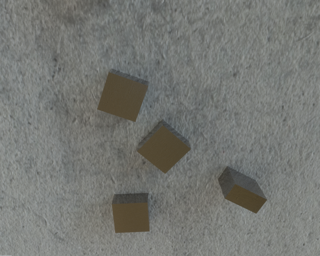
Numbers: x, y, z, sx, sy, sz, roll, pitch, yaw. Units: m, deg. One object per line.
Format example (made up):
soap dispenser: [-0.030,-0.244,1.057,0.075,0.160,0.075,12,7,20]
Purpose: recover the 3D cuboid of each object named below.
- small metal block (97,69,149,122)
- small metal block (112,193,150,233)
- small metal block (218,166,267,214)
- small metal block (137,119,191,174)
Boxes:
small metal block: [-0.046,-0.042,0.394,0.050,0.025,0.050,19,109,-7]
small metal block: [-0.041,0.125,0.455,0.050,0.025,0.050,-3,110,0]
small metal block: [0.113,0.085,0.429,0.050,0.050,0.025,27,108,-10]
small metal block: [0.005,0.025,0.419,0.050,0.025,0.050,40,105,-14]
